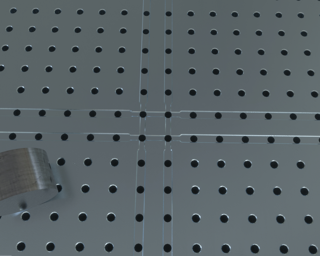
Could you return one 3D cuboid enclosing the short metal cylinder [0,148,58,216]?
[{"bbox_3d":[-0.165,0.063,0.357,0.080,0.080,0.050,-21,72,-8],"label":"short metal cylinder"}]
